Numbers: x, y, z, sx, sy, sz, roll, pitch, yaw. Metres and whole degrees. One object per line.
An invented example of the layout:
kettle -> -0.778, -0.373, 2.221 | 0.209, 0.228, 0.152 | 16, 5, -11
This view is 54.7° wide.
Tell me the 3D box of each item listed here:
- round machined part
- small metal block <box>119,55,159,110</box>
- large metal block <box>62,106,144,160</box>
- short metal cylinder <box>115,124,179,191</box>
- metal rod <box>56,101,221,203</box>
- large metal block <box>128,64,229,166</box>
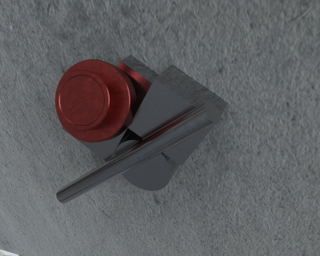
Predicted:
round machined part -> -0.081, -0.031, 0.362 | 0.098, 0.042, 0.097 | 1, 93, 17
small metal block -> -0.031, -0.054, 0.389 | 0.050, 0.025, 0.050 | 37, 129, 3
large metal block -> -0.076, -0.014, 0.421 | 0.080, 0.050, 0.079 | 36, 129, 3
short metal cylinder -> -0.013, 0.038, 0.420 | 0.080, 0.050, 0.079 | 13, 124, 20
metal rod -> -0.050, 0.045, 0.396 | 0.299, 0.025, 0.025 | -31, 101, 38
large metal block -> 0.021, -0.015, 0.371 | 0.080, 0.050, 0.079 | 36, 129, 4
